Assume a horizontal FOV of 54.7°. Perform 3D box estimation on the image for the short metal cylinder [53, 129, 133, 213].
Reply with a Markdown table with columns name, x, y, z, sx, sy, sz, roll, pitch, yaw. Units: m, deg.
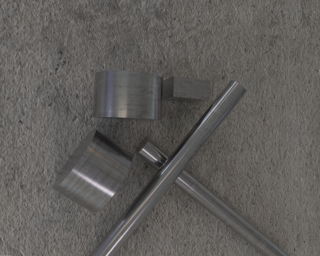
| name | x | y | z | sx | sy | sz | roll | pitch | yaw |
| --- | --- | --- | --- | --- | --- | --- | --- | --- | --- |
| short metal cylinder | -0.076 | 0.048 | 0.352 | 0.050 | 0.080 | 0.080 | 37 | 78 | -17 |

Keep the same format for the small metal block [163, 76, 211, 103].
| name | x | y | z | sx | sy | sz | roll | pitch | yaw |
| --- | --- | --- | --- | --- | --- | --- | --- | --- | --- |
| small metal block | 0.032 | -0.049 | 0.408 | 0.050 | 0.050 | 0.025 | 3 | 89 | -20 |

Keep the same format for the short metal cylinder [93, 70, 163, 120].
| name | x | y | z | sx | sy | sz | roll | pitch | yaw |
| --- | --- | --- | --- | --- | --- | --- | --- | --- | --- |
| short metal cylinder | -0.037 | -0.036 | 0.366 | 0.081 | 0.080 | 0.050 | 2 | 89 | -20 |

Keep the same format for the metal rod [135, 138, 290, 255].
| name | x | y | z | sx | sy | sz | roll | pitch | yaw |
| --- | --- | --- | --- | --- | --- | --- | --- | --- | --- |
| metal rod | 0.086 | 0.116 | 0.441 | 0.300 | 0.025 | 0.025 | 40 | 77 | -16 |

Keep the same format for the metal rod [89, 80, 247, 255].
| name | x | y | z | sx | sy | sz | roll | pitch | yaw |
| --- | --- | --- | --- | --- | --- | --- | --- | --- | --- |
| metal rod | 0.005 | 0.063 | 0.386 | 0.025 | 0.025 | 0.300 | 40 | 86 | -16 |
